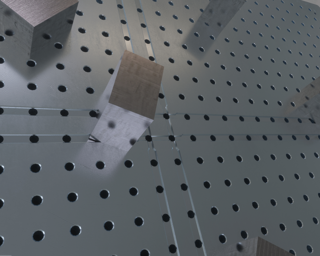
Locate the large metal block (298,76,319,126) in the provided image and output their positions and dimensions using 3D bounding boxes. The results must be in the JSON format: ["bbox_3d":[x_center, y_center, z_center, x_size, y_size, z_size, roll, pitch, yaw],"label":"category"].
[{"bbox_3d":[0.322,-0.048,0.593,0.080,0.050,0.080,40,51,-1],"label":"large metal block"}]

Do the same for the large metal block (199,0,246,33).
[{"bbox_3d":[0.127,-0.242,0.588,0.050,0.080,0.080,34,51,-6],"label":"large metal block"}]

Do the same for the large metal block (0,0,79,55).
[{"bbox_3d":[-0.166,-0.153,0.396,0.080,0.050,0.080,39,51,-2],"label":"large metal block"}]

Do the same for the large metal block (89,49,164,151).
[{"bbox_3d":[-0.040,-0.031,0.370,0.050,0.080,0.080,21,54,-16],"label":"large metal block"}]

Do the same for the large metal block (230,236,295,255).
[{"bbox_3d":[0.122,0.181,0.347,0.080,0.050,0.080,29,52,-10],"label":"large metal block"}]
